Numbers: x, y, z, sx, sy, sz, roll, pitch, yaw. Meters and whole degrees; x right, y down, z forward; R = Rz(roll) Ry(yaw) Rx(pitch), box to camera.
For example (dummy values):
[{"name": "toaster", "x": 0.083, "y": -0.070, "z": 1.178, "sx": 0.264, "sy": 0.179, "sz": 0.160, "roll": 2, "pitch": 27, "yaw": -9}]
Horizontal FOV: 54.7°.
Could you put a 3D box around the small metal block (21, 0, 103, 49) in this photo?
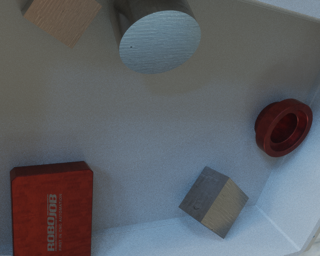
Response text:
[{"name": "small metal block", "x": -0.092, "y": -0.112, "z": 0.290, "sx": 0.050, "sy": 0.025, "sz": 0.050, "roll": 31, "pitch": 101, "yaw": -39}]

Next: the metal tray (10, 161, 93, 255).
[{"name": "metal tray", "x": -0.132, "y": 0.110, "z": 0.382, "sx": 0.091, "sy": 0.030, "sz": 0.129, "roll": -3, "pitch": 105, "yaw": -28}]

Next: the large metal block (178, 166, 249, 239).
[{"name": "large metal block", "x": 0.090, "y": 0.122, "z": 0.506, "sx": 0.080, "sy": 0.050, "sz": 0.080, "roll": -54, "pitch": 130, "yaw": -11}]

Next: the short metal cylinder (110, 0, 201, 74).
[{"name": "short metal cylinder", "x": -0.006, "y": -0.100, "z": 0.309, "sx": 0.081, "sy": 0.050, "sz": 0.080, "roll": -13, "pitch": 151, "yaw": -7}]

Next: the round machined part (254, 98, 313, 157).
[{"name": "round machined part", "x": 0.195, "y": -0.004, "z": 0.505, "sx": 0.099, "sy": 0.042, "sz": 0.097, "roll": -14, "pitch": 125, "yaw": -21}]
